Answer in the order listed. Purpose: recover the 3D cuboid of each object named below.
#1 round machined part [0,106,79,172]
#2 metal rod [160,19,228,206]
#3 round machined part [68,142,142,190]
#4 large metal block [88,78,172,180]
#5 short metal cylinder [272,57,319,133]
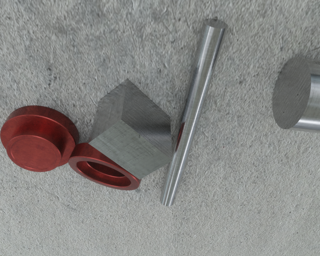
[{"bbox_3d":[-0.161,0.021,0.413,0.099,0.042,0.097,0,130,0],"label":"round machined part"},{"bbox_3d":[0.034,0.005,0.411,0.025,0.025,0.298,6,130,-6],"label":"metal rod"},{"bbox_3d":[-0.068,0.044,0.417,0.098,0.042,0.098,14,151,8],"label":"round machined part"},{"bbox_3d":[-0.032,0.001,0.372,0.050,0.080,0.080,-34,123,25],"label":"large metal block"},{"bbox_3d":[0.167,-0.035,0.343,0.050,0.080,0.079,7,130,-6],"label":"short metal cylinder"}]
